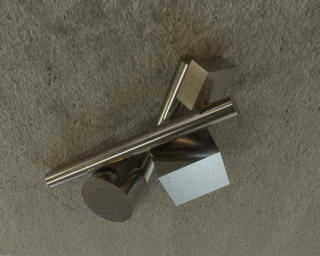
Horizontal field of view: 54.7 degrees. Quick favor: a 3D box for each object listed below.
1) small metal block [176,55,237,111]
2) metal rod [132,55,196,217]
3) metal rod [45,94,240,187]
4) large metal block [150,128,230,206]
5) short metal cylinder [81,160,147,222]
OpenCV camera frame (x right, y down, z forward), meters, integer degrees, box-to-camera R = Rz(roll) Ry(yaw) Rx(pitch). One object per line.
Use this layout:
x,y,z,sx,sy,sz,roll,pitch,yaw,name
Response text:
0.052,-0.051,0.349,0.050,0.025,0.050,-18,143,-40,small metal block
-0.010,0.034,0.436,0.025,0.025,0.298,13,129,-11,metal rod
-0.041,0.026,0.408,0.300,0.025,0.025,-23,127,26,metal rod
0.041,0.052,0.418,0.080,0.050,0.080,-23,137,3,large metal block
-0.066,0.090,0.452,0.080,0.050,0.079,11,125,17,short metal cylinder
